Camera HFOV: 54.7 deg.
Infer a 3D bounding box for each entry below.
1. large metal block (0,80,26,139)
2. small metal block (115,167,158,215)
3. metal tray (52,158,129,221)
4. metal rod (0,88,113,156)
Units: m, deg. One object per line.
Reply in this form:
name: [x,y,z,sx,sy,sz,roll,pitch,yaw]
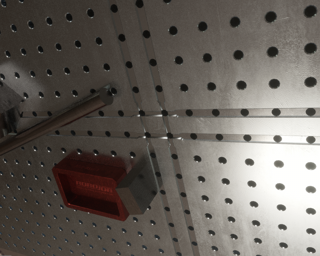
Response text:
large metal block: [-0.284,-0.035,0.519,0.080,0.050,0.080,40,129,1]
small metal block: [-0.035,0.095,0.471,0.025,0.050,0.050,-13,112,33]
metal tray: [-0.115,0.104,0.530,0.130,0.030,0.089,6,121,25]
metal rod: [-0.188,-0.001,0.506,0.300,0.025,0.025,-20,108,35]
